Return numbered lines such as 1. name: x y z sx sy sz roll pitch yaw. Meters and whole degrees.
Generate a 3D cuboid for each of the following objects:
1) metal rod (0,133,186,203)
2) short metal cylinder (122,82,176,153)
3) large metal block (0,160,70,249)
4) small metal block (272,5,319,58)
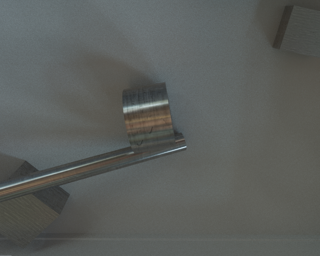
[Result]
1. metal rod: -0.112 0.056 0.394 0.302 0.025 0.025 -15 110 -10
2. short metal cylinder: -0.012 -0.012 0.377 0.050 0.080 0.079 -10 110 3
3. large metal block: -0.190 0.107 0.435 0.080 0.050 0.080 -43 105 14
4. small metal block: 0.171 -0.115 0.371 0.050 0.025 0.050 10 110 -5
